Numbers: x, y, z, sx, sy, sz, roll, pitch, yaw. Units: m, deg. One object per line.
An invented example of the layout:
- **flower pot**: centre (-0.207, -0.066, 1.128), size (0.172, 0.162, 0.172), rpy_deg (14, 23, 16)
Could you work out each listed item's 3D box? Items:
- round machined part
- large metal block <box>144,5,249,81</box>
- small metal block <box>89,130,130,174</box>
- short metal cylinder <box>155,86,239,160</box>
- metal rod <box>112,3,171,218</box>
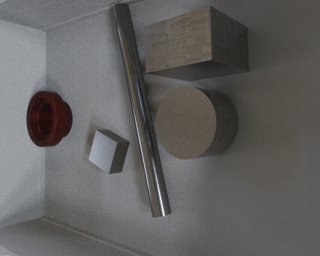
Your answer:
- **round machined part**: centre (-0.193, -0.016, 0.552), size (0.098, 0.042, 0.097), rpy_deg (0, 90, 39)
- **large metal block**: centre (0.041, -0.085, 0.336), size (0.080, 0.081, 0.050), rpy_deg (-3, 88, 39)
- **small metal block**: centre (-0.077, 0.035, 0.468), size (0.050, 0.025, 0.050), rpy_deg (27, 107, 36)
- **short metal cylinder**: centre (0.042, -0.006, 0.355), size (0.080, 0.050, 0.079), rpy_deg (0, 90, 39)
- **metal rod**: centre (-0.027, -0.031, 0.427), size (0.025, 0.025, 0.298), rpy_deg (-19, 78, 38)
